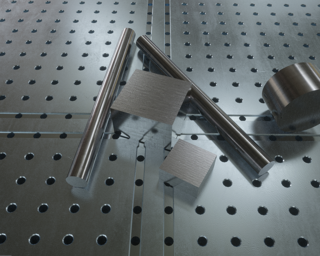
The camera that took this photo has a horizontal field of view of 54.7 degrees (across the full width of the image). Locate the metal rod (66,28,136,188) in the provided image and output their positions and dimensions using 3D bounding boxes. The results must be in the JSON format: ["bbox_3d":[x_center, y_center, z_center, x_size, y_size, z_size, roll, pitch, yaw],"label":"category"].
[{"bbox_3d":[-0.075,-0.052,0.450,0.025,0.025,0.300,6,50,5],"label":"metal rod"}]

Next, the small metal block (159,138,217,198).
[{"bbox_3d":[0.033,0.047,0.369,0.050,0.025,0.050,24,54,18],"label":"small metal block"}]

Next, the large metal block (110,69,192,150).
[{"bbox_3d":[-0.009,-0.027,0.414,0.080,0.050,0.080,16,52,12],"label":"large metal block"}]

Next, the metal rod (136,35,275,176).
[{"bbox_3d":[0.048,-0.050,0.450,0.025,0.025,0.300,-25,55,-20],"label":"metal rod"}]

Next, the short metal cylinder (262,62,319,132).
[{"bbox_3d":[0.183,-0.039,0.407,0.081,0.080,0.050,-8,51,-7],"label":"short metal cylinder"}]
